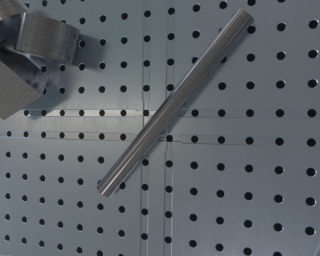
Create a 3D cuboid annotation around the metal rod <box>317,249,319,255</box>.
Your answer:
[{"bbox_3d":[0.209,0.088,0.338,0.025,0.025,0.298,20,97,19],"label":"metal rod"}]

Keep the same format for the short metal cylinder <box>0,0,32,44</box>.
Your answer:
[{"bbox_3d":[-0.229,-0.155,0.464,0.080,0.080,0.050,-43,77,15],"label":"short metal cylinder"}]

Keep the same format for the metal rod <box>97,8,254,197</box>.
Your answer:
[{"bbox_3d":[0.012,-0.024,0.408,0.025,0.025,0.299,42,103,15],"label":"metal rod"}]

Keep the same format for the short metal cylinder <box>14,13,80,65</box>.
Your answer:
[{"bbox_3d":[-0.159,-0.124,0.439,0.080,0.080,0.050,16,95,19],"label":"short metal cylinder"}]

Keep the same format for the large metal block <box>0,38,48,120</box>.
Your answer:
[{"bbox_3d":[-0.229,-0.069,0.457,0.080,0.080,0.050,-28,40,18],"label":"large metal block"}]
